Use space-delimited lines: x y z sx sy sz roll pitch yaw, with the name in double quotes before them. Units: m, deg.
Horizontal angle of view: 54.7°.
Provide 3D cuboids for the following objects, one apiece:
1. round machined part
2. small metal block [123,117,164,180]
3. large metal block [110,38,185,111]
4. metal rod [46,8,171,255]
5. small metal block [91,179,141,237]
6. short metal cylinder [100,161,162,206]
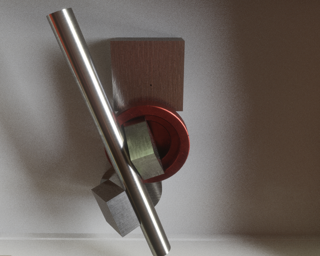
"round machined part" -0.015 0.014 0.374 0.099 0.042 0.097 0 110 -1
"small metal block" -0.018 0.024 0.354 0.025 0.050 0.050 -19 144 3
"large metal block" -0.014 -0.065 0.371 0.081 0.050 0.079 0 110 -1
"metal rod" -0.047 0.022 0.343 0.025 0.025 0.298 -18 109 6
"small metal block" -0.054 0.096 0.375 0.025 0.050 0.050 -29 111 -25
"short metal cylinder" -0.038 0.071 0.423 0.081 0.050 0.079 0 110 -1
